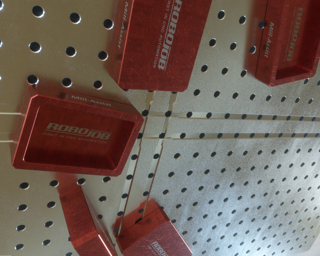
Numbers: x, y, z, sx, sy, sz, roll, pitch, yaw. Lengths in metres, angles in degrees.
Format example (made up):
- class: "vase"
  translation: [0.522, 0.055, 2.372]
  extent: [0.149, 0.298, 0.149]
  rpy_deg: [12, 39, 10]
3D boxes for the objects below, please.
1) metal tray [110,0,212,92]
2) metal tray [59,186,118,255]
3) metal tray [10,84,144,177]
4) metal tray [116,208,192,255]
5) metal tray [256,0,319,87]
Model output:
- class: "metal tray"
  translation: [0.001, -0.107, 0.344]
  extent: [0.091, 0.030, 0.129]
  rpy_deg: [0, 119, -29]
- class: "metal tray"
  translation: [-0.087, 0.151, 0.415]
  extent: [0.030, 0.090, 0.129]
  rpy_deg: [-26, 128, -13]
- class: "metal tray"
  translation: [-0.094, 0.008, 0.362]
  extent: [0.131, 0.030, 0.089]
  rpy_deg: [11, 113, -34]
- class: "metal tray"
  translation: [-0.006, 0.205, 0.533]
  extent: [0.090, 0.030, 0.130]
  rpy_deg: [-33, 129, -7]
- class: "metal tray"
  translation: [0.188, -0.129, 0.433]
  extent: [0.091, 0.030, 0.129]
  rpy_deg: [-15, 125, -21]
